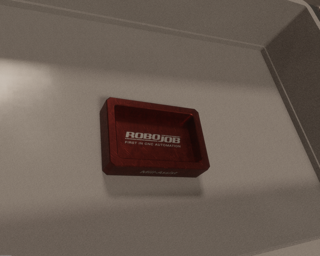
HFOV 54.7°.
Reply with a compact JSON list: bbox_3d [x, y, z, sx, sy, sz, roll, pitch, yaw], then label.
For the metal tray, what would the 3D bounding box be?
[{"bbox_3d":[-0.006,0.014,0.391,0.131,0.030,0.090,6,59,-26],"label":"metal tray"}]
